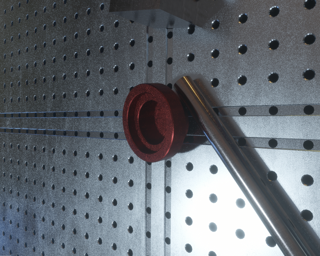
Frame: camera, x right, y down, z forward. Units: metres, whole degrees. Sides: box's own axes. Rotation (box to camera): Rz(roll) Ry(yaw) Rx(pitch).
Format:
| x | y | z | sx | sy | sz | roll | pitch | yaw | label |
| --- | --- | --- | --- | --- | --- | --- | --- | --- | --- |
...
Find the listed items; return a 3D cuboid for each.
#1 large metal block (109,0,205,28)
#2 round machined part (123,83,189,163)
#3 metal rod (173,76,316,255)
| x | y | z | sx | sy | sz | roll | pitch | yaw | label |
| --- | --- | --- | --- | --- | --- | --- | --- | --- | --- |
| -0.002 | -0.156 | 0.375 | 0.080 | 0.081 | 0.050 | 14 | 99 | 39 | large metal block |
| -0.002 | -0.008 | 0.392 | 0.098 | 0.042 | 0.097 | 11 | 105 | 47 | round machined part |
| 0.098 | 0.062 | 0.328 | 0.025 | 0.025 | 0.299 | -45 | 63 | 30 | metal rod |
